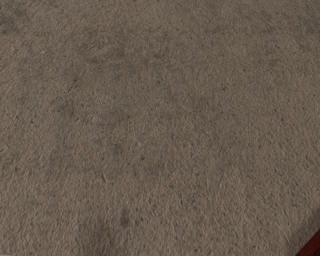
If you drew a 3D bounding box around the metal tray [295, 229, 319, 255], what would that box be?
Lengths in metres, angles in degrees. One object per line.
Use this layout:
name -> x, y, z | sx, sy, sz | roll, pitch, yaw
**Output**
metal tray -> 0.204, 0.122, 0.299 | 0.131, 0.030, 0.090 | -32, 57, -24
